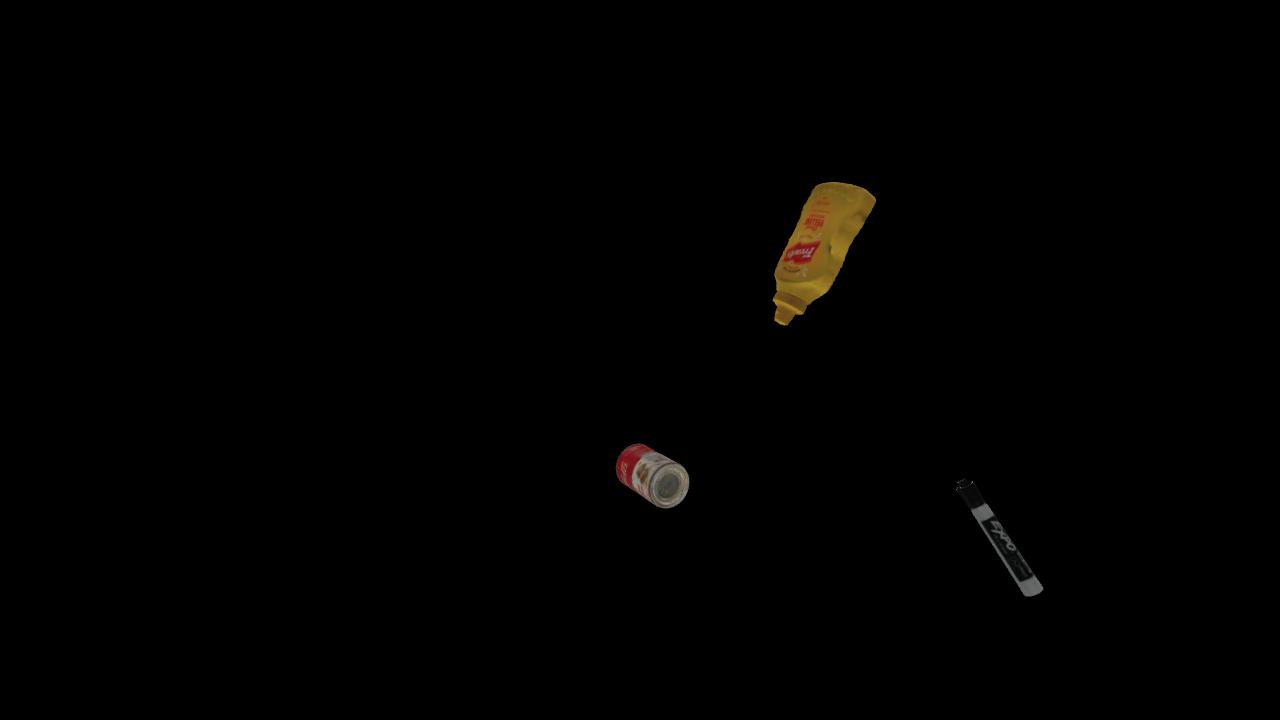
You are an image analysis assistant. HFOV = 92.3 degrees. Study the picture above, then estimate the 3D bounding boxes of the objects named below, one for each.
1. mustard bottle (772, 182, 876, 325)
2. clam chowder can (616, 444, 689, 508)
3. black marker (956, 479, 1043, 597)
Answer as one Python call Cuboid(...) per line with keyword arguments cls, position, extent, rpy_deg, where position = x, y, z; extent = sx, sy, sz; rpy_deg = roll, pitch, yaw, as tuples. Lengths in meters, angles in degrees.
Cuboid(cls="mustard bottle", position=(0.216, -0.127, 0.768), extent=(0.054, 0.184, 0.092), rpy_deg=(24, 3, -37))
Cuboid(cls="clam chowder can", position=(0.018, 0.167, 0.890), extent=(0.068, 0.068, 0.102), rpy_deg=(0, 8, -30))
Cuboid(cls="black marker", position=(0.355, 0.174, 0.611), extent=(0.020, 0.121, 0.020), rpy_deg=(-27, -13, -7))
